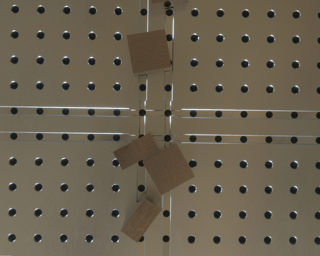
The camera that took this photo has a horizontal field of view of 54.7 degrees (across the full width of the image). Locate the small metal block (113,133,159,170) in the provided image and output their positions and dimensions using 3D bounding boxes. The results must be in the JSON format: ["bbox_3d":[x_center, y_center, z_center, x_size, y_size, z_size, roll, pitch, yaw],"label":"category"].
[{"bbox_3d":[-0.029,0.028,0.401,0.050,0.050,0.025,-28,90,0],"label":"small metal block"}]

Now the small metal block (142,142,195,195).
[{"bbox_3d":[0.011,0.053,0.414,0.050,0.025,0.050,-29,90,-1],"label":"small metal block"}]

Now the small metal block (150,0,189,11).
[{"bbox_3d":[0.008,-0.190,0.413,0.050,0.025,0.050,-13,90,-1],"label":"small metal block"}]

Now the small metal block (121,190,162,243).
[{"bbox_3d":[-0.023,0.112,0.401,0.025,0.050,0.050,36,90,-1],"label":"small metal block"}]

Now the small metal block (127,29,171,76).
[{"bbox_3d":[-0.014,-0.100,0.413,0.050,0.025,0.050,-10,90,-1],"label":"small metal block"}]
